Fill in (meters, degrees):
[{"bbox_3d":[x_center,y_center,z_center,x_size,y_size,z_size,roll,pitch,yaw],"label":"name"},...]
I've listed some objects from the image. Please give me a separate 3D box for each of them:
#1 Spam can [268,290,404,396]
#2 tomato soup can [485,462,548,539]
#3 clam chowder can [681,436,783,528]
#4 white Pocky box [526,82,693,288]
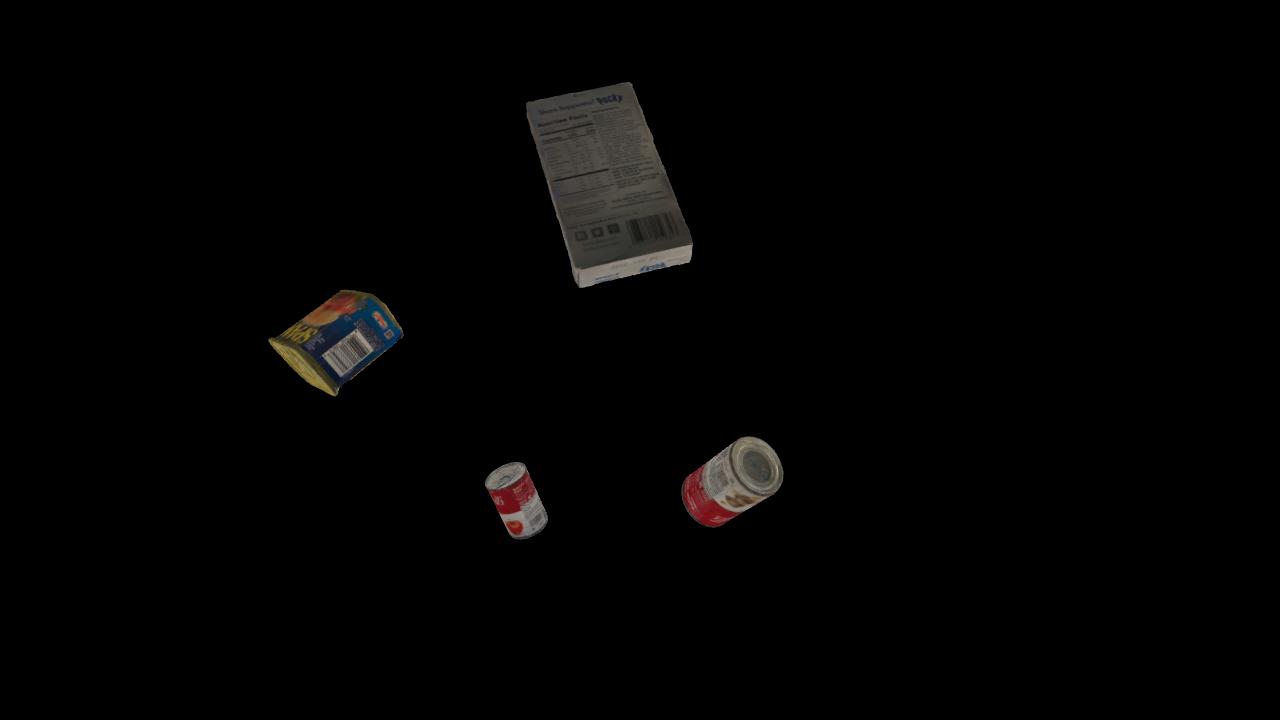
[{"bbox_3d":[-0.285,-0.020,0.582,0.101,0.058,0.085,12,49,44],"label":"Spam can"},{"bbox_3d":[-0.191,0.220,0.960,0.068,0.101,0.068,-16,23,7],"label":"tomato soup can"},{"bbox_3d":[0.099,0.133,0.669,0.068,0.068,0.102,0,-32,-31],"label":"clam chowder can"},{"bbox_3d":[-0.025,-0.129,0.438,0.084,0.154,0.028,-14,-23,-8],"label":"white Pocky box"}]
